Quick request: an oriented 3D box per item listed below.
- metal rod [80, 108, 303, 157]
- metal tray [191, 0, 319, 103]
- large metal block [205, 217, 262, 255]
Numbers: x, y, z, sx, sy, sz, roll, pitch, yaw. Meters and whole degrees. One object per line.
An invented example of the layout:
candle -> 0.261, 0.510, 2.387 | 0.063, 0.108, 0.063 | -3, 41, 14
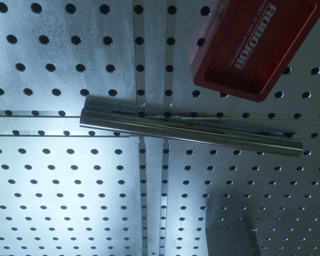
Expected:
metal rod -> 0.047, 0.008, 0.419 | 0.302, 0.025, 0.025 | 8, 130, -8
metal tray -> 0.098, -0.095, 0.328 | 0.091, 0.030, 0.129 | 14, 129, -12
large metal block -> 0.135, 0.223, 0.568 | 0.080, 0.080, 0.050 | -28, 125, 21
